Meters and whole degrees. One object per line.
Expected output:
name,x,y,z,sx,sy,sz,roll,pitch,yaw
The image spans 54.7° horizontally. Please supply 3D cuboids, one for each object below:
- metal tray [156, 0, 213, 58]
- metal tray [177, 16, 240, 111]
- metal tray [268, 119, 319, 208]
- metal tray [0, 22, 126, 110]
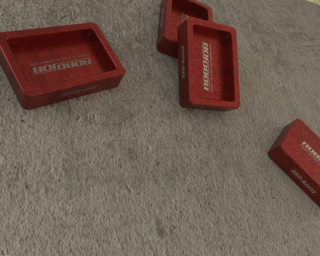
metal tray,0.045,-0.171,0.528,0.091,0.030,0.130,17,55,-19
metal tray,0.074,-0.093,0.468,0.091,0.030,0.129,3,81,-27
metal tray,0.244,0.058,0.496,0.130,0.030,0.091,46,51,3
metal tray,-0.120,-0.082,0.385,0.131,0.030,0.090,-22,73,-36
